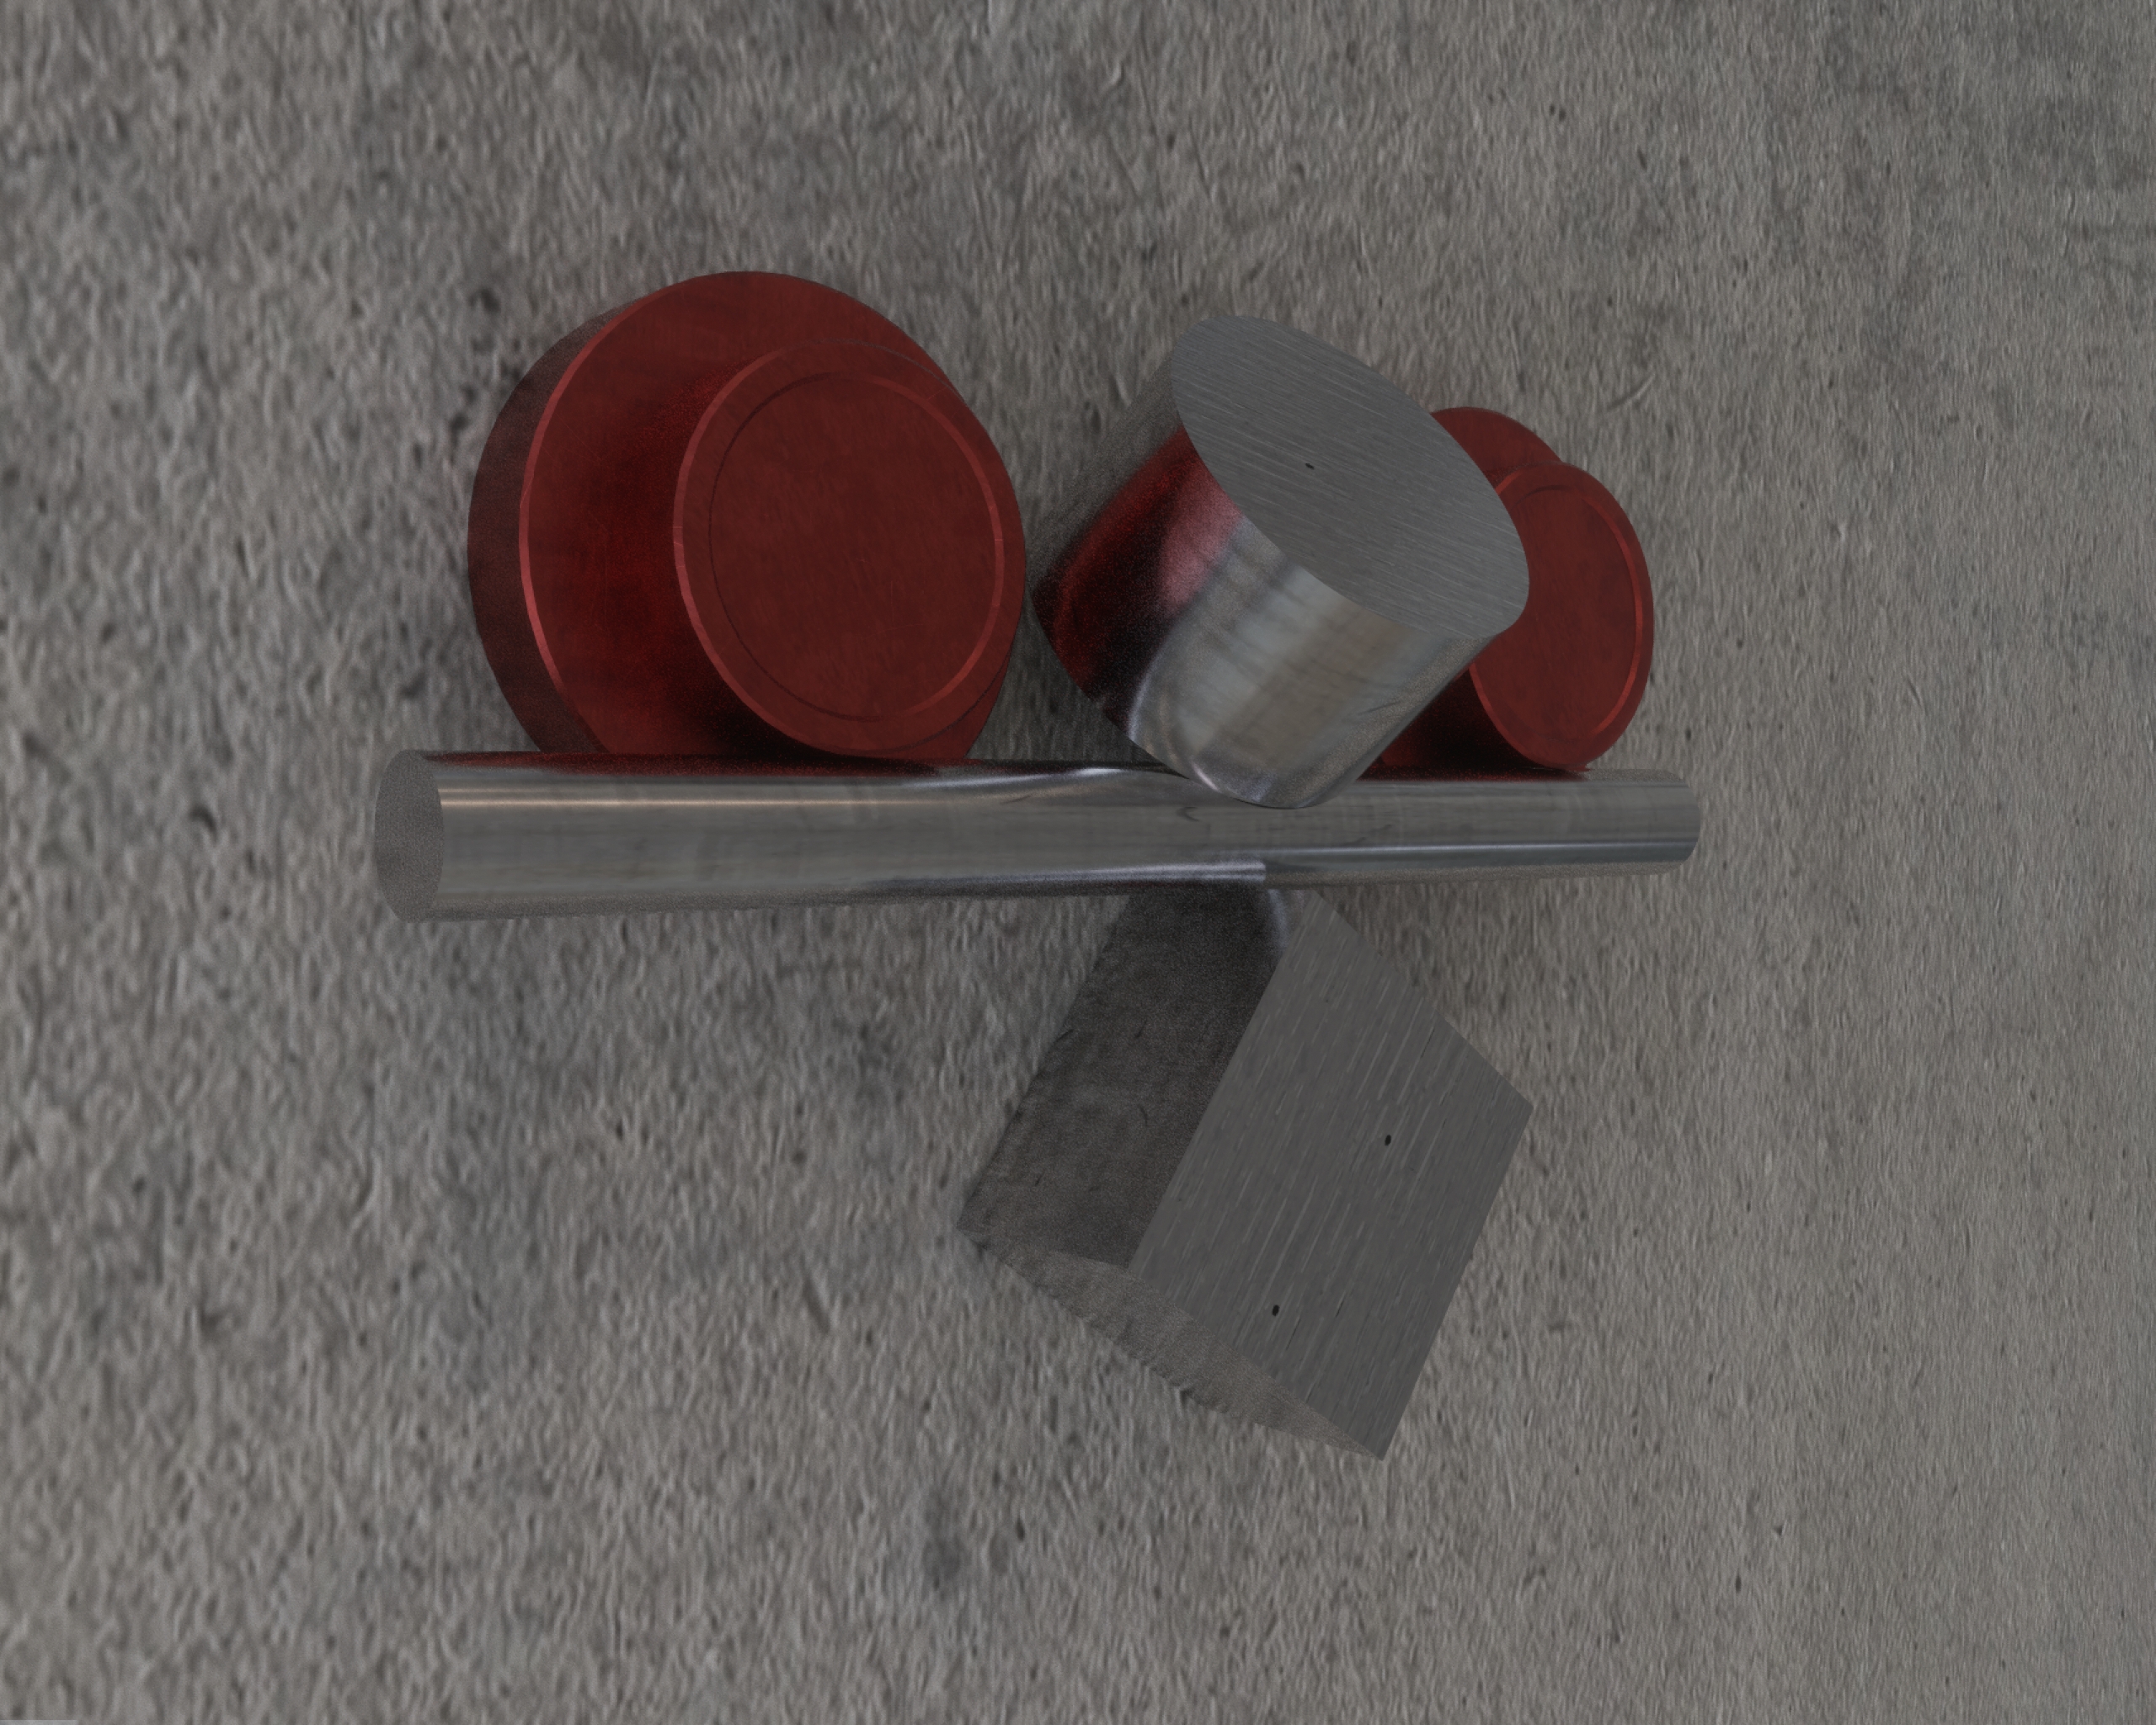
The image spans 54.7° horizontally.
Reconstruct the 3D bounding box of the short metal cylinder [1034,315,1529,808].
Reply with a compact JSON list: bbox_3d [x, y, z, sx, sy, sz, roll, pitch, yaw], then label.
[{"bbox_3d":[0.038,-0.057,0.397,0.080,0.050,0.080,22,43,-22],"label":"short metal cylinder"}]

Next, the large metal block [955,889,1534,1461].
[{"bbox_3d":[0.036,0.060,0.417,0.080,0.050,0.080,43,64,-32],"label":"large metal block"}]

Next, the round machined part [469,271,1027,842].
[{"bbox_3d":[-0.048,-0.051,0.354,0.099,0.042,0.097,0,90,-40],"label":"round machined part"}]

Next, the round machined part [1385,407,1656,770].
[{"bbox_3d":[0.094,-0.054,0.473,0.099,0.042,0.097,0,90,-40],"label":"round machined part"}]

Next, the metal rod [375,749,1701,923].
[{"bbox_3d":[0.020,-0.007,0.395,0.302,0.025,0.025,-1,91,-40],"label":"metal rod"}]
